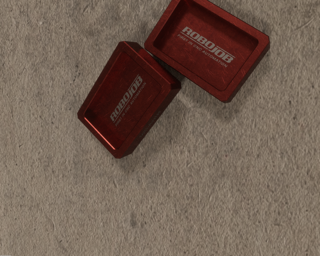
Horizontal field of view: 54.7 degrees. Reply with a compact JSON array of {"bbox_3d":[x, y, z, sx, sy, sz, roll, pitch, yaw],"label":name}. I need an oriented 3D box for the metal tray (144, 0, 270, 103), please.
[{"bbox_3d":[0.056,-0.102,0.385,0.130,0.030,0.090,38,102,15],"label":"metal tray"}]

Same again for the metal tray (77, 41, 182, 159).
[{"bbox_3d":[-0.044,-0.035,0.404,0.090,0.030,0.129,45,117,14],"label":"metal tray"}]
